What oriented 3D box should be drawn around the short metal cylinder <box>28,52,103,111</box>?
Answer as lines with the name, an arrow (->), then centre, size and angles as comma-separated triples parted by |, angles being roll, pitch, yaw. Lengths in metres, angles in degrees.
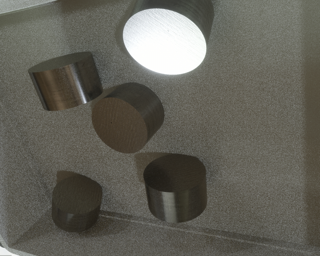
short metal cylinder -> -0.119, -0.062, 0.398 | 0.080, 0.080, 0.050 | 1, 119, 28

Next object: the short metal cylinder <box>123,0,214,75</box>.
short metal cylinder -> 0.010, -0.099, 0.306 | 0.080, 0.050, 0.080 | 11, 148, 7

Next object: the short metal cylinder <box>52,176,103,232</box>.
short metal cylinder -> -0.142, 0.128, 0.527 | 0.080, 0.080, 0.050 | 26, 128, 12

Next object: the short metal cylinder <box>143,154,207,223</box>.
short metal cylinder -> 0.021, 0.078, 0.410 | 0.080, 0.080, 0.050 | 8, 122, 24

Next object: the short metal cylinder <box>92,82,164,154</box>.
short metal cylinder -> -0.041, -0.014, 0.406 | 0.080, 0.050, 0.079 | 13, 124, 21
